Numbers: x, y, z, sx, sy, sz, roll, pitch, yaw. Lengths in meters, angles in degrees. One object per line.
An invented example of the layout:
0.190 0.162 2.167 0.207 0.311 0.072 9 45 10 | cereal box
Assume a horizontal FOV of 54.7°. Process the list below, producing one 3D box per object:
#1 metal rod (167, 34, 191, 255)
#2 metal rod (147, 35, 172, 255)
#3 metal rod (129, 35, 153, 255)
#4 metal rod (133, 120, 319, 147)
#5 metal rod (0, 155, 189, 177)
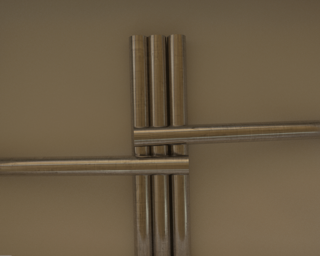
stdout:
0.026 0.028 0.410 0.025 0.025 0.298 -1 90 -1 | metal rod
0.000 0.029 0.410 0.025 0.025 0.298 -1 90 -1 | metal rod
-0.025 0.030 0.410 0.025 0.025 0.298 -1 90 -1 | metal rod
0.118 0.005 0.394 0.302 0.025 0.025 -2 90 -7 | metal rod
-0.115 0.048 0.393 0.302 0.025 0.025 -1 90 5 | metal rod
